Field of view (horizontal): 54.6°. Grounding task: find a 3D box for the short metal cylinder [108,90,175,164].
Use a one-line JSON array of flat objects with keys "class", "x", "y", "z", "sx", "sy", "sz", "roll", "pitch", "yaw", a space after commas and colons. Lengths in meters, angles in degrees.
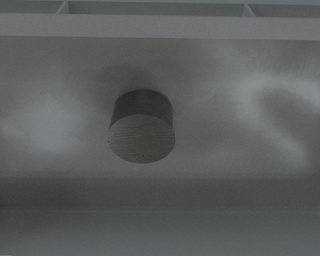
[{"class": "short metal cylinder", "x": -0.022, "y": -0.001, "z": 0.389, "sx": 0.080, "sy": 0.050, "sz": 0.080, "roll": 0, "pitch": 130, "yaw": 0}]
